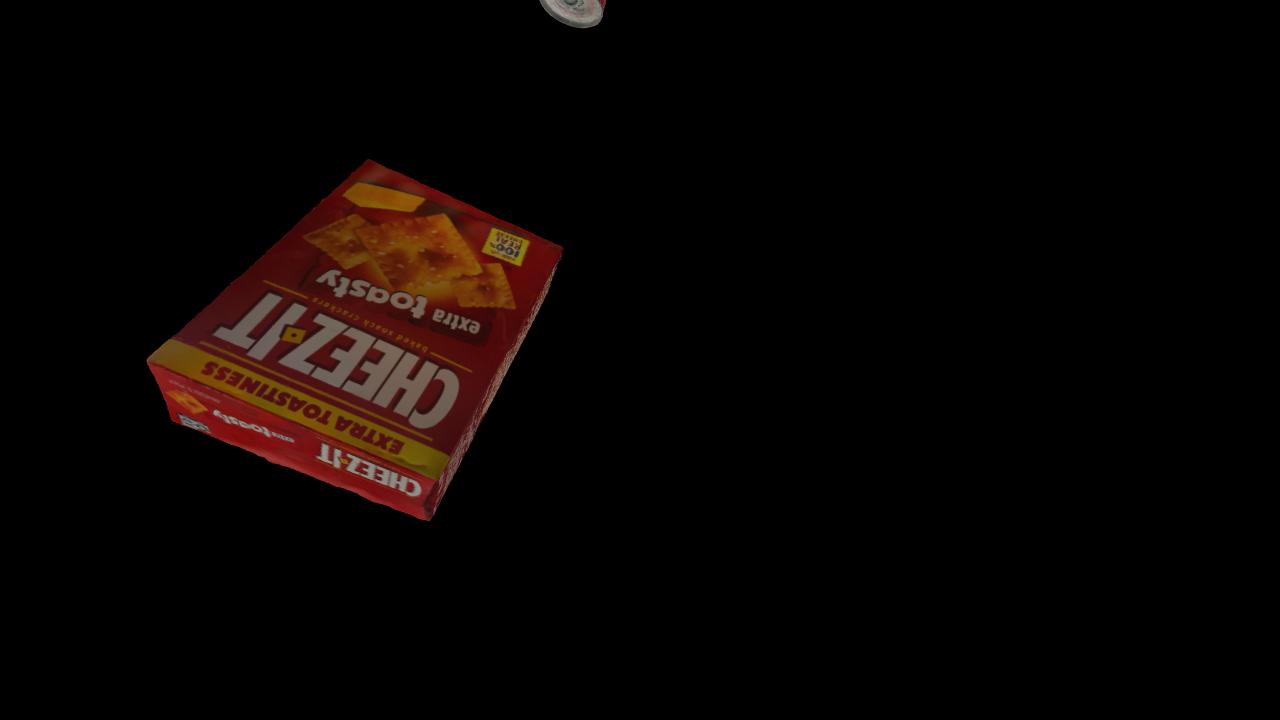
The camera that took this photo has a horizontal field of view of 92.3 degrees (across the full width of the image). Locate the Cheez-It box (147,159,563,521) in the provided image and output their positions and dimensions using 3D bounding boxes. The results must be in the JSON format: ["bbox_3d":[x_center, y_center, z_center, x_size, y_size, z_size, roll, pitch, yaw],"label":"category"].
[{"bbox_3d":[-0.169,-0.026,0.421,0.166,0.223,0.071,24,-42,-6],"label":"Cheez-It box"}]

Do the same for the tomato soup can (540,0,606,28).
[{"bbox_3d":[-0.058,-0.407,0.628,0.068,0.101,0.068,14,-8,2],"label":"tomato soup can"}]
